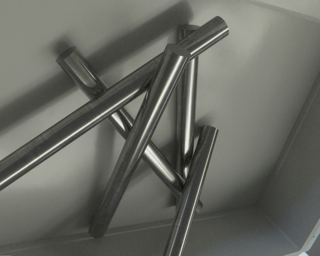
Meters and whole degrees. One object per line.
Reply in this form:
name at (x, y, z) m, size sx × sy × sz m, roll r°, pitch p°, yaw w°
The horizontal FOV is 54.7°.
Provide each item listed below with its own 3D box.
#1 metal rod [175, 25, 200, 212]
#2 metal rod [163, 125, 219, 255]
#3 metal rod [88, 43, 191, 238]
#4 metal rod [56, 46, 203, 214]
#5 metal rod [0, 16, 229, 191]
metal rod at (0.036, 0.010, 0.436) m, size 0.025 × 0.025 × 0.298 m, roll -15°, pitch 125°, yaw -21°
metal rod at (0.027, 0.137, 0.414) m, size 0.025 × 0.025 × 0.299 m, roll 32°, pitch 69°, yaw -38°
metal rod at (-0.037, 0.039, 0.372) m, size 0.025 × 0.025 × 0.298 m, roll 4°, pitch 129°, yaw -31°
metal rod at (-0.020, 0.024, 0.396) m, size 0.025 × 0.025 × 0.300 m, roll -39°, pitch 124°, yaw -2°
metal rod at (-0.053, -0.027, 0.324) m, size 0.301 × 0.025 × 0.025 m, roll -35°, pitch 129°, yaw -8°
